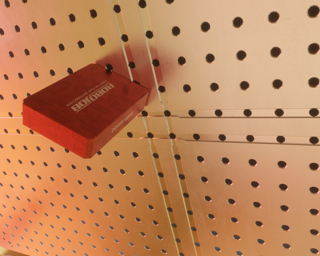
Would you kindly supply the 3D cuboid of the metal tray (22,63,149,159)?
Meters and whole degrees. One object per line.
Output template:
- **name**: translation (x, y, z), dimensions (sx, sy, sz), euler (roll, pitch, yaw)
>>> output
- **metal tray**: translation (-0.083, -0.027, 0.371), dimensions (0.090, 0.131, 0.030), euler (27, 128, 11)
